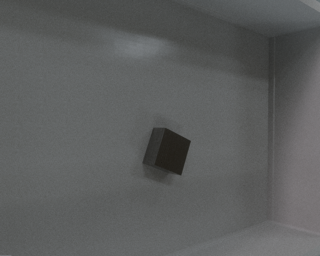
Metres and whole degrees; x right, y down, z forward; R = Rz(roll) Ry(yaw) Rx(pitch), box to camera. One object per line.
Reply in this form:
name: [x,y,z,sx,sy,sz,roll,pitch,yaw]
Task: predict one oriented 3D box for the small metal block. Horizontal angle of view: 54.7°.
small metal block: [0.010,0.032,0.417,0.050,0.025,0.050,27,73,-37]
